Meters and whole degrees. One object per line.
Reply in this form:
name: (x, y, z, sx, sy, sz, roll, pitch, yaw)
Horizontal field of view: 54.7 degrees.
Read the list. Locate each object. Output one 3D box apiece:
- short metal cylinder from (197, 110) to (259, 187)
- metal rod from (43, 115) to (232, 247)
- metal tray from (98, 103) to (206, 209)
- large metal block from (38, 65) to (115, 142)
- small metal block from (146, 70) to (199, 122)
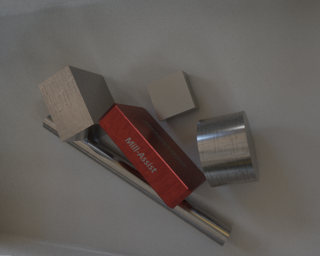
short metal cylinder: (0.078, 0.024, 0.351, 0.050, 0.080, 0.080, -12, 86, 20)
metal rod: (-0.042, 0.062, 0.423, 0.301, 0.025, 0.025, 30, 100, 17)
metal tray: (-0.006, 0.029, 0.375, 0.030, 0.090, 0.130, -45, 77, 14)
large metal block: (-0.102, -0.030, 0.414, 0.050, 0.080, 0.080, -28, 81, 18)
small metal block: (0.017, -0.040, 0.401, 0.050, 0.025, 0.050, -21, 83, 18)
